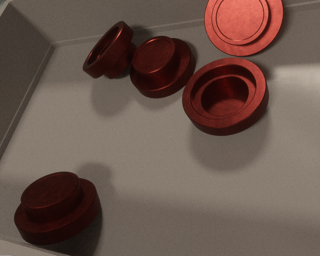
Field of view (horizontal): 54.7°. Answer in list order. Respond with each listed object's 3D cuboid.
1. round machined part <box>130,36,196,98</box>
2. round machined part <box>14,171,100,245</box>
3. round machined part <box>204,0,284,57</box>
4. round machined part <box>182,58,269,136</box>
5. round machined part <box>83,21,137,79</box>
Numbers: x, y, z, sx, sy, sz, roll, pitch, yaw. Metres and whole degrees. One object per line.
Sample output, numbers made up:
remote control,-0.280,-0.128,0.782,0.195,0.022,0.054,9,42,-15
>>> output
round machined part,-0.001,-0.095,0.453,0.098,0.042,0.098,-13,56,20
round machined part,-0.126,0.089,0.375,0.099,0.042,0.098,-9,26,5
round machined part,0.103,-0.140,0.390,0.098,0.042,0.097,7,109,21
round machined part,0.080,-0.033,0.373,0.098,0.042,0.098,-13,56,20
round machined part,-0.074,-0.116,0.488,0.098,0.042,0.098,-36,32,28
